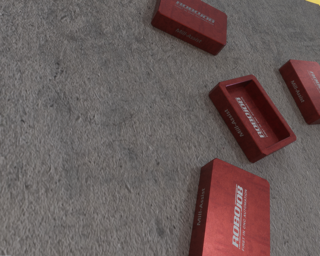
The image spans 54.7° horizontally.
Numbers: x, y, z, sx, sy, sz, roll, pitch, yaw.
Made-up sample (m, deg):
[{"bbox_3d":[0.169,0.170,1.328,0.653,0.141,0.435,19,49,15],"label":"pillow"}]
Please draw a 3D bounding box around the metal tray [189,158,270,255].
[{"bbox_3d":[0.089,0.112,0.380,0.090,0.030,0.130,24,53,-13],"label":"metal tray"}]

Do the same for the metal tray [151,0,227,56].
[{"bbox_3d":[0.055,-0.192,0.547,0.131,0.030,0.090,21,54,-16],"label":"metal tray"}]

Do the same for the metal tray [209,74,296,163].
[{"bbox_3d":[0.146,-0.019,0.490,0.091,0.030,0.130,-18,71,-35],"label":"metal tray"}]

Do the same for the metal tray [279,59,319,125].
[{"bbox_3d":[0.298,-0.071,0.604,0.091,0.030,0.130,-3,63,-30],"label":"metal tray"}]
